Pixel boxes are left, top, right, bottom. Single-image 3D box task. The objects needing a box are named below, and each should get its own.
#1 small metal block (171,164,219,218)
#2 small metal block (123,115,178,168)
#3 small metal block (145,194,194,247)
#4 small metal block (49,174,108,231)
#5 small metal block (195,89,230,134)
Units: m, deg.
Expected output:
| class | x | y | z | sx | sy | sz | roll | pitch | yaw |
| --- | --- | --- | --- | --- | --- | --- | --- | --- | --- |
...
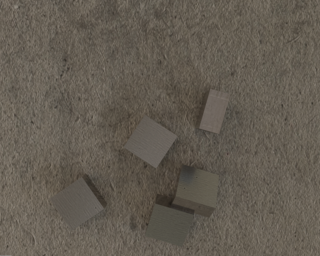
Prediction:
| class | x | y | z | sx | sy | sz | roll | pitch | yaw |
| --- | --- | --- | --- | --- | --- | --- | --- | --- | --- |
| small metal block | 0.045 | 0.080 | 0.396 | 0.050 | 0.025 | 0.050 | 17 | 46 | 0 |
| small metal block | -0.012 | 0.017 | 0.410 | 0.050 | 0.025 | 0.050 | 33 | 90 | 0 |
| small metal block | 0.012 | 0.120 | 0.403 | 0.050 | 0.025 | 0.050 | 17 | 108 | 0 |
| small metal block | -0.107 | 0.097 | 0.409 | 0.050 | 0.025 | 0.050 | -35 | 90 | 0 |
| small metal block | 0.066 | -0.020 | 0.398 | 0.025 | 0.050 | 0.050 | 16 | 90 | 0 |
